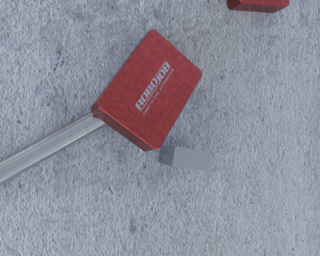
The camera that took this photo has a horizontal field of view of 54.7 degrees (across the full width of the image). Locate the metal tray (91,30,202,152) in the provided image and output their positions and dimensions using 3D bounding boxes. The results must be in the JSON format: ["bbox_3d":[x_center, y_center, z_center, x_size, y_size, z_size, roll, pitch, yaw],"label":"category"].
[{"bbox_3d":[-0.012,-0.047,0.388,0.090,0.030,0.130,38,65,-16],"label":"metal tray"}]

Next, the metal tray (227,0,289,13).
[{"bbox_3d":[0.143,-0.243,0.460,0.091,0.030,0.129,-4,92,-20],"label":"metal tray"}]

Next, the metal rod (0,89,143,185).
[{"bbox_3d":[-0.129,0.020,0.361,0.302,0.025,0.025,-31,101,-18],"label":"metal rod"}]

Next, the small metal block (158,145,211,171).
[{"bbox_3d":[0.031,0.039,0.409,0.050,0.050,0.025,10,87,-20],"label":"small metal block"}]
